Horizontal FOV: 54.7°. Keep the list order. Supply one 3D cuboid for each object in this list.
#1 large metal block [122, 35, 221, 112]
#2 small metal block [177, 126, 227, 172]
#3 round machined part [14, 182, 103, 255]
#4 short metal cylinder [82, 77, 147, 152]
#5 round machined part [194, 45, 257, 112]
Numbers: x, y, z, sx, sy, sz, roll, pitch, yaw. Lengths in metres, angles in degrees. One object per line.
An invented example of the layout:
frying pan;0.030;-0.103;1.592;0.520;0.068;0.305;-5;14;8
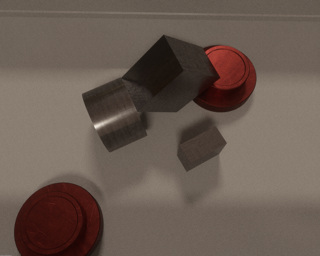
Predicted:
large metal block;0.014;-0.062;0.386;0.080;0.081;0.050;-38;69;33
small metal block;0.051;0.027;0.387;0.050;0.050;0.025;-28;73;-10
round machined part;-0.118;0.110;0.355;0.099;0.042;0.098;0;66;0
short metal cylinder;-0.055;-0.016;0.384;0.050;0.080;0.080;-25;72;-5
round machined part;0.085;-0.074;0.429;0.099;0.042;0.098;0;70;-1
